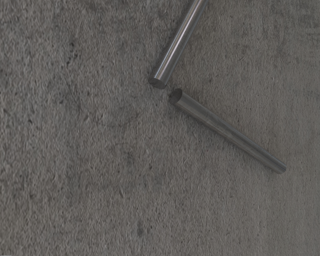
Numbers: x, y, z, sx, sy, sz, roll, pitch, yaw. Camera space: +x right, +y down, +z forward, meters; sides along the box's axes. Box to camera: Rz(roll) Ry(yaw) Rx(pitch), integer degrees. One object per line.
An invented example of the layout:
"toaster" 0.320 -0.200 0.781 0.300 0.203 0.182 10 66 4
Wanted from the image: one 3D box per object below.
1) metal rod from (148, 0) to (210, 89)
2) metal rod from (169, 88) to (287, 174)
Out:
"metal rod" 0.057 -0.184 0.451 0.025 0.025 0.300 39 66 -33
"metal rod" 0.127 0.017 0.510 0.301 0.025 0.025 30 72 -36
